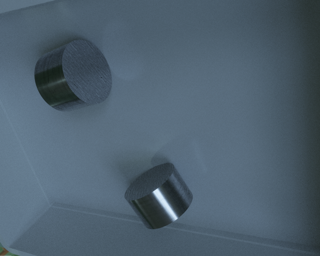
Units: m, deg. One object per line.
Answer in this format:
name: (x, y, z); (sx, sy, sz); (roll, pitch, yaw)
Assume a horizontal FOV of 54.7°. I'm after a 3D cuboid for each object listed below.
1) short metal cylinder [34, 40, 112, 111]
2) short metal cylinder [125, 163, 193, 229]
short metal cylinder: (-0.107, -0.064, 0.390); (0.050, 0.080, 0.080); (-11, 113, 33)
short metal cylinder: (-0.002, 0.093, 0.432); (0.080, 0.080, 0.050); (-22, 106, 36)
